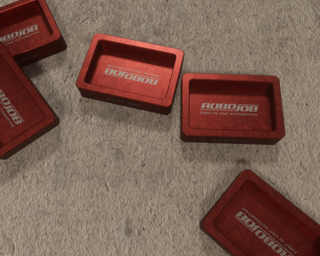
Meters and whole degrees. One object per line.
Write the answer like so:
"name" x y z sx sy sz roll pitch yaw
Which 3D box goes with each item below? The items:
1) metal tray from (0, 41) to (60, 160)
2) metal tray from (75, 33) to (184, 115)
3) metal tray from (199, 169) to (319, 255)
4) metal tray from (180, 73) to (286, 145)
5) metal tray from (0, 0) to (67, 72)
"metal tray" -0.205 -0.035 0.397 0.090 0.030 0.130 -36 88 -10
"metal tray" -0.039 -0.076 0.432 0.131 0.030 0.090 13 70 4
"metal tray" 0.124 0.123 0.361 0.130 0.030 0.090 40 74 13
"metal tray" 0.094 -0.026 0.415 0.131 0.030 0.090 2 70 0
"metal tray" -0.215 -0.133 0.451 0.131 0.030 0.090 -25 72 -9
